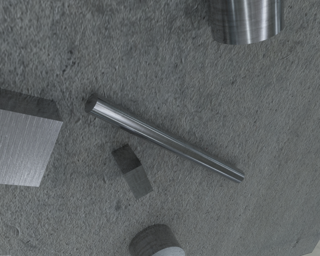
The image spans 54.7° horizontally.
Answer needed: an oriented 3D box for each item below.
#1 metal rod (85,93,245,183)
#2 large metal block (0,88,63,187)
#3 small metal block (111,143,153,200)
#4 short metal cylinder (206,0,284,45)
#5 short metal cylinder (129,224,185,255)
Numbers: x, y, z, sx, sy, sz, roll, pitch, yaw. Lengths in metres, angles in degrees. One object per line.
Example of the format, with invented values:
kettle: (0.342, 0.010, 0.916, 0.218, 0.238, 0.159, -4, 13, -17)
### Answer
metal rod: (0.028, 0.027, 0.439, 0.301, 0.025, 0.025, 28, 103, -38)
large metal block: (-0.154, 0.009, 0.312, 0.081, 0.050, 0.080, 13, 112, -34)
small metal block: (-0.036, 0.057, 0.406, 0.025, 0.050, 0.050, -28, 128, -11)
short metal cylinder: (0.093, -0.133, 0.340, 0.080, 0.080, 0.050, -26, 128, -12)
short metal cylinder: (-0.006, 0.208, 0.517, 0.081, 0.050, 0.079, -14, 124, -21)
